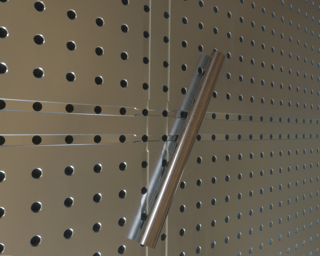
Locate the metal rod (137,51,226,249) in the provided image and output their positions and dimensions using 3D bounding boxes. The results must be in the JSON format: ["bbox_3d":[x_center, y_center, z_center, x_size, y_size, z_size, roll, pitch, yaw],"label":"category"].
[{"bbox_3d":[0.037,0.018,0.442,0.025,0.025,0.300,36,68,-35],"label":"metal rod"}]
